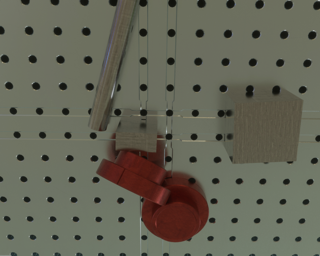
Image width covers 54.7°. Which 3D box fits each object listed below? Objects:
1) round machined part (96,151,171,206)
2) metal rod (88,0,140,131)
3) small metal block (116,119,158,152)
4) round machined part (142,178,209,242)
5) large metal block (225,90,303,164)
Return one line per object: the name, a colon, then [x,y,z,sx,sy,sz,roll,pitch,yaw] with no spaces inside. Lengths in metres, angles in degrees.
round machined part: [-0.029,0.061,0.403,0.098,0.098,0.042,28,79,-10]
metal rod: [-0.040,-0.135,0.363,0.025,0.025,0.298,16,109,-6]
small metal block: [-0.029,0.009,0.403,0.050,0.050,0.025,3,110,-1]
round machined part: [0.022,0.125,0.451,0.099,0.042,0.097,0,110,0]
large metal block: [0.130,-0.002,0.400,0.080,0.050,0.079,-3,110,1]
